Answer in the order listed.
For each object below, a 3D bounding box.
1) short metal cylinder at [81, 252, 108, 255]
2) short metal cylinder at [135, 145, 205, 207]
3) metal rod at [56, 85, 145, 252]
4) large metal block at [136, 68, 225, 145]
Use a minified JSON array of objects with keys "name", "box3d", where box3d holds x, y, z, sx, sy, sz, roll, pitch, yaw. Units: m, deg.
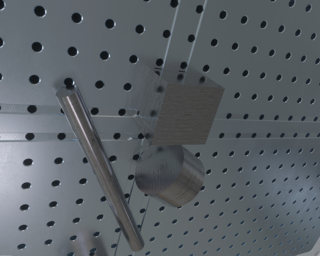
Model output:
[{"name":"short metal cylinder","box3d":[-0.110,0.245,0.487,0.081,0.050,0.079,-14,124,-21]},{"name":"short metal cylinder","box3d":[0.013,0.061,0.421,0.080,0.080,0.050,-47,129,4]},{"name":"metal rod","box3d":[-0.069,0.076,0.421,0.025,0.025,0.298,-25,128,-13]},{"name":"large metal block","box3d":[0.024,-0.026,0.392,0.081,0.050,0.079,1,118,-29]}]
